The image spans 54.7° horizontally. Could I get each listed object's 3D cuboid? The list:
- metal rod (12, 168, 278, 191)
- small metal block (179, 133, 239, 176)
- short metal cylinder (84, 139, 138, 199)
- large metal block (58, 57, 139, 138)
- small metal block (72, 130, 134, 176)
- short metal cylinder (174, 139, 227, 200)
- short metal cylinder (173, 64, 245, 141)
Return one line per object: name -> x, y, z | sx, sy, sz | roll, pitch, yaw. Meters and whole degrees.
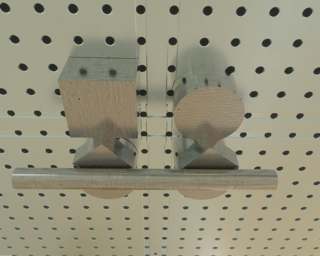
metal rod -> -0.016, 0.060, 0.363 | 0.302, 0.025, 0.025 | 1, 130, -1
small metal block -> 0.060, 0.041, 0.381 | 0.050, 0.025, 0.050 | 33, 123, -25
short metal cylinder -> -0.073, 0.057, 0.442 | 0.081, 0.050, 0.079 | 0, 130, 0
large metal block -> -0.066, -0.034, 0.364 | 0.081, 0.050, 0.079 | 1, 130, -1
small metal block -> -0.068, 0.037, 0.377 | 0.050, 0.025, 0.050 | -33, 123, 24
short metal cylinder -> 0.061, 0.059, 0.446 | 0.081, 0.050, 0.079 | 0, 130, 0
short metal cylinder -> 0.056, -0.029, 0.371 | 0.081, 0.050, 0.079 | 0, 130, 0
